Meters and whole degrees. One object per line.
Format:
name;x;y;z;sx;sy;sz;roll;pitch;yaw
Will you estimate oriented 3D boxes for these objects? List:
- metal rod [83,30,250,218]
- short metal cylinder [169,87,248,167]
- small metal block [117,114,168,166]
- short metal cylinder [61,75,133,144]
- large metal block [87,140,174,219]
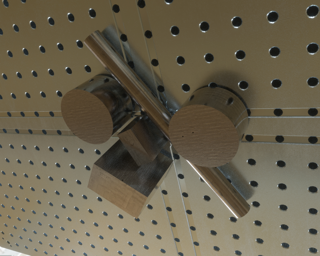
metal rod;0.013;0.000;0.399;0.300;0.025;0.025;49;129;-7
short metal cylinder;0.057;-0.001;0.359;0.080;0.050;0.079;13;124;21
small metal block;-0.021;0.013;0.409;0.025;0.050;0.050;-23;106;36
short metal cylinder;-0.085;-0.025;0.419;0.080;0.050;0.079;13;124;21
large metal block;-0.040;0.063;0.430;0.080;0.080;0.050;30;129;9
